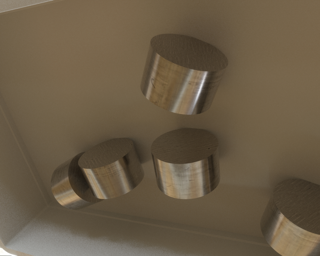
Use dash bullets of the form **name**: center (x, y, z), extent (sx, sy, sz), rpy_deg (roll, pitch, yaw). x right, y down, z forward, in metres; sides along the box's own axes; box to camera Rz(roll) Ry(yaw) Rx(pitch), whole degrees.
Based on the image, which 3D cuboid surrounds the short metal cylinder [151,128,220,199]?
- **short metal cylinder**: center (0.032, 0.041, 0.381), extent (0.080, 0.080, 0.050), rpy_deg (6, 121, 25)

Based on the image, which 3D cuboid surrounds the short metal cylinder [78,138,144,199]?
- **short metal cylinder**: center (-0.068, 0.056, 0.442), extent (0.080, 0.080, 0.050), rpy_deg (-4, 116, 30)

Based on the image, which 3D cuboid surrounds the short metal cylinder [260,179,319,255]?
- **short metal cylinder**: center (0.162, 0.104, 0.352), extent (0.080, 0.080, 0.050), rpy_deg (19, 126, 17)

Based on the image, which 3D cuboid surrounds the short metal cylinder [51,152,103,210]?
- **short metal cylinder**: center (-0.121, 0.083, 0.486), extent (0.050, 0.080, 0.080), rpy_deg (-28, 103, 37)

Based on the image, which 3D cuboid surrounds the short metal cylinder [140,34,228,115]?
- **short metal cylinder**: center (0.024, -0.058, 0.324), extent (0.080, 0.080, 0.050), rpy_deg (26, 127, 12)
